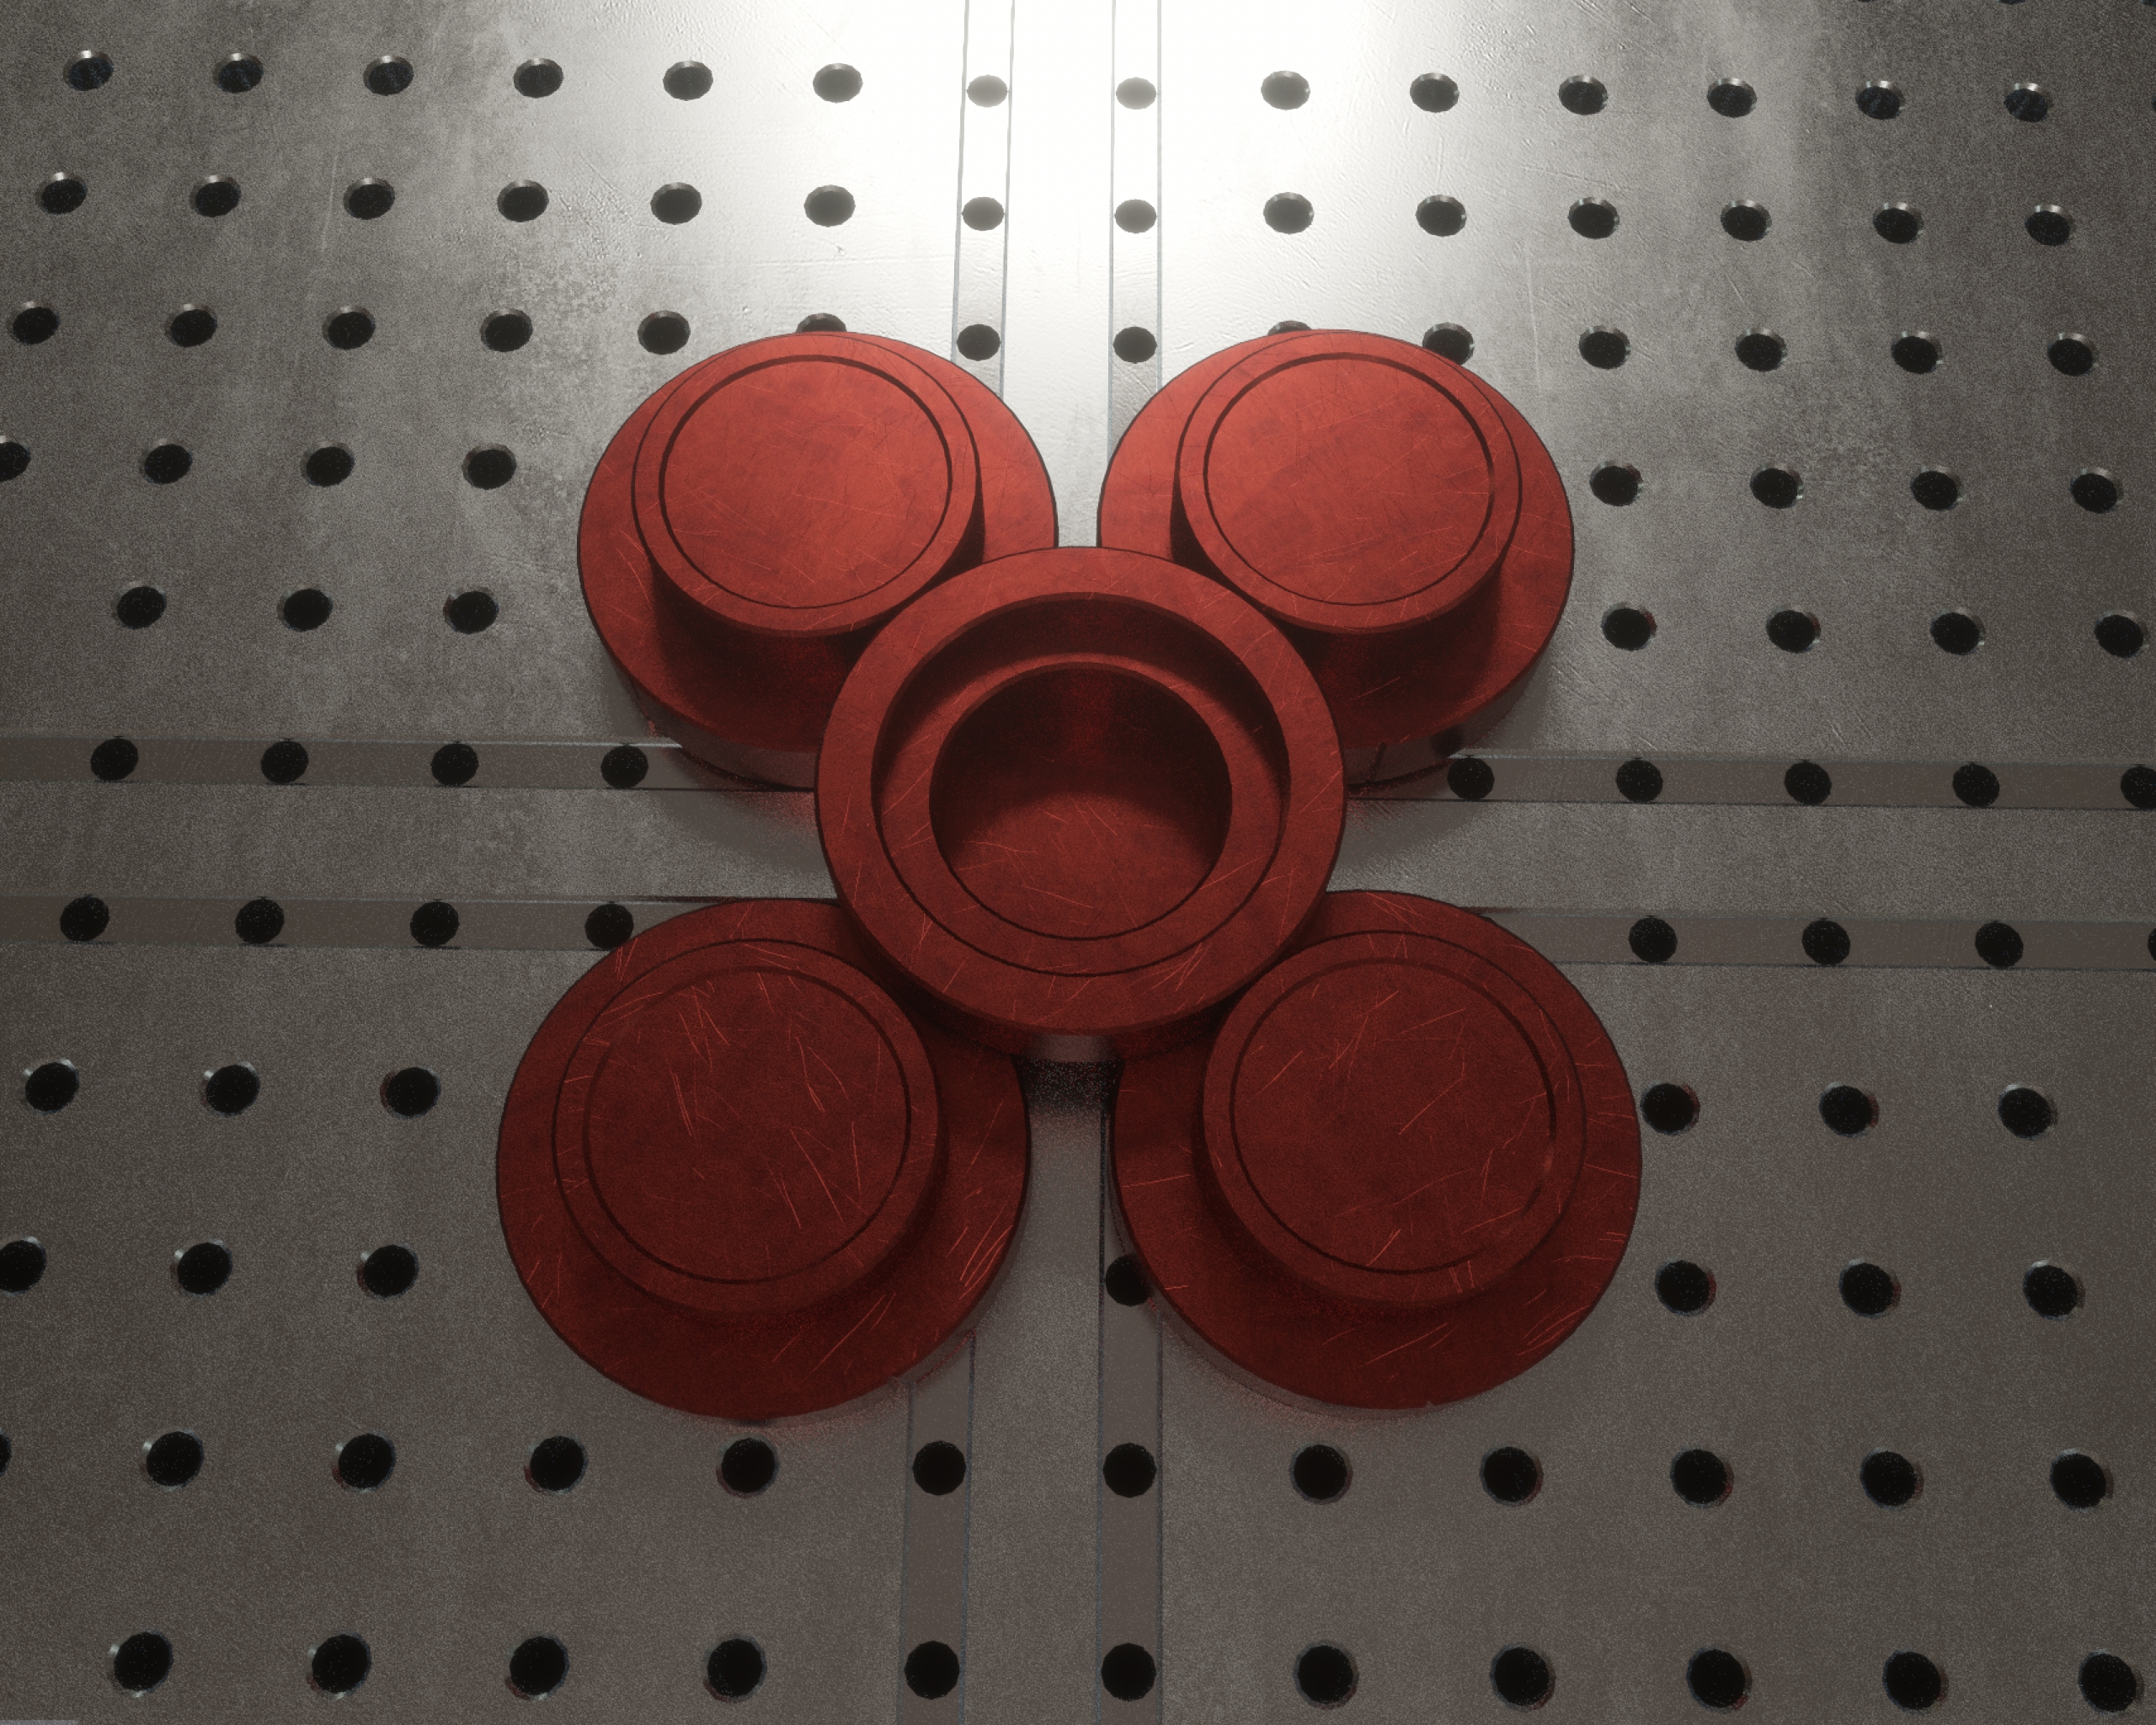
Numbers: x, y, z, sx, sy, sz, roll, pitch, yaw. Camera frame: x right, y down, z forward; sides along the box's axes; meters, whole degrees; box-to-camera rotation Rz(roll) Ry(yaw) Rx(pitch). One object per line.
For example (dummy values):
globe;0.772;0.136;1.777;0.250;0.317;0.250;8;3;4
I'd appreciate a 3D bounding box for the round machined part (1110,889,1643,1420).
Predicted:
round machined part;0.055;0.051;0.384;0.099;0.042;0.098;0;70;-1

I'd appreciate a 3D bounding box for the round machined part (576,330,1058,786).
round machined part;-0.053;-0.068;0.426;0.099;0.042;0.098;0;70;-1

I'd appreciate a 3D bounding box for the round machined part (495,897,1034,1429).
round machined part;-0.058;0.052;0.383;0.099;0.042;0.098;0;70;-1

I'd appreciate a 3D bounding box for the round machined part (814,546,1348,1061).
round machined part;0.001;-0.009;0.404;0.099;0.042;0.098;0;70;-1

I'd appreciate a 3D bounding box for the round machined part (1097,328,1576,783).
round machined part;0.053;-0.069;0.428;0.099;0.042;0.098;0;70;-1
